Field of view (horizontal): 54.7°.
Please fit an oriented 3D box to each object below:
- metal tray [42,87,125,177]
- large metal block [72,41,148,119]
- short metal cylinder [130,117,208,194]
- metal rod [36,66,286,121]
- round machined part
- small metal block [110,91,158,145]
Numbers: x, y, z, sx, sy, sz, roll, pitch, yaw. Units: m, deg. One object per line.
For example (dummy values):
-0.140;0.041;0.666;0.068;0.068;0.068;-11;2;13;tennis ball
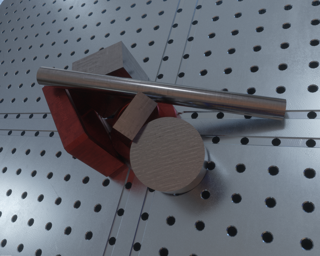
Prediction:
-0.105;-0.003;0.421;0.030;0.090;0.130;-38;51;3;metal tray
-0.069;-0.066;0.446;0.080;0.080;0.050;-19;55;16;large metal block
0.012;0.033;0.349;0.080;0.050;0.080;-3;74;12;short metal cylinder
-0.007;-0.044;0.376;0.301;0.025;0.025;9;65;10;metal rod
-0.024;-0.003;0.414;0.098;0.042;0.098;-13;56;20;round machined part
-0.031;-0.010;0.357;0.025;0.050;0.050;35;76;-5;small metal block
